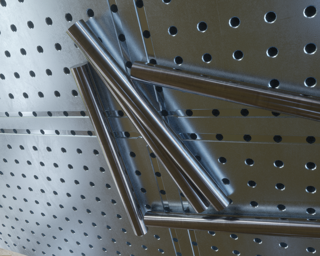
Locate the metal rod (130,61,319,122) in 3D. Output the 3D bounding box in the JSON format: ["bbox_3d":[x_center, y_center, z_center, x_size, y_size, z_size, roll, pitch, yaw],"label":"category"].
[{"bbox_3d":[0.107,-0.034,0.333,0.301,0.025,0.025,15,125,19],"label":"metal rod"}]

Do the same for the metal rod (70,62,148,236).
[{"bbox_3d":[-0.070,0.047,0.475,0.025,0.025,0.298,-2,118,29],"label":"metal rod"}]

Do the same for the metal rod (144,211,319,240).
[{"bbox_3d":[0.109,0.135,0.436,0.300,0.025,0.025,-7,115,30],"label":"metal rod"}]

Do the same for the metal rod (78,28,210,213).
[{"bbox_3d":[-0.022,-0.006,0.417,0.025,0.025,0.299,-26,105,37],"label":"metal rod"}]

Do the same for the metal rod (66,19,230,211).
[{"bbox_3d":[-0.007,-0.006,0.395,0.025,0.025,0.300,-29,107,37],"label":"metal rod"}]
